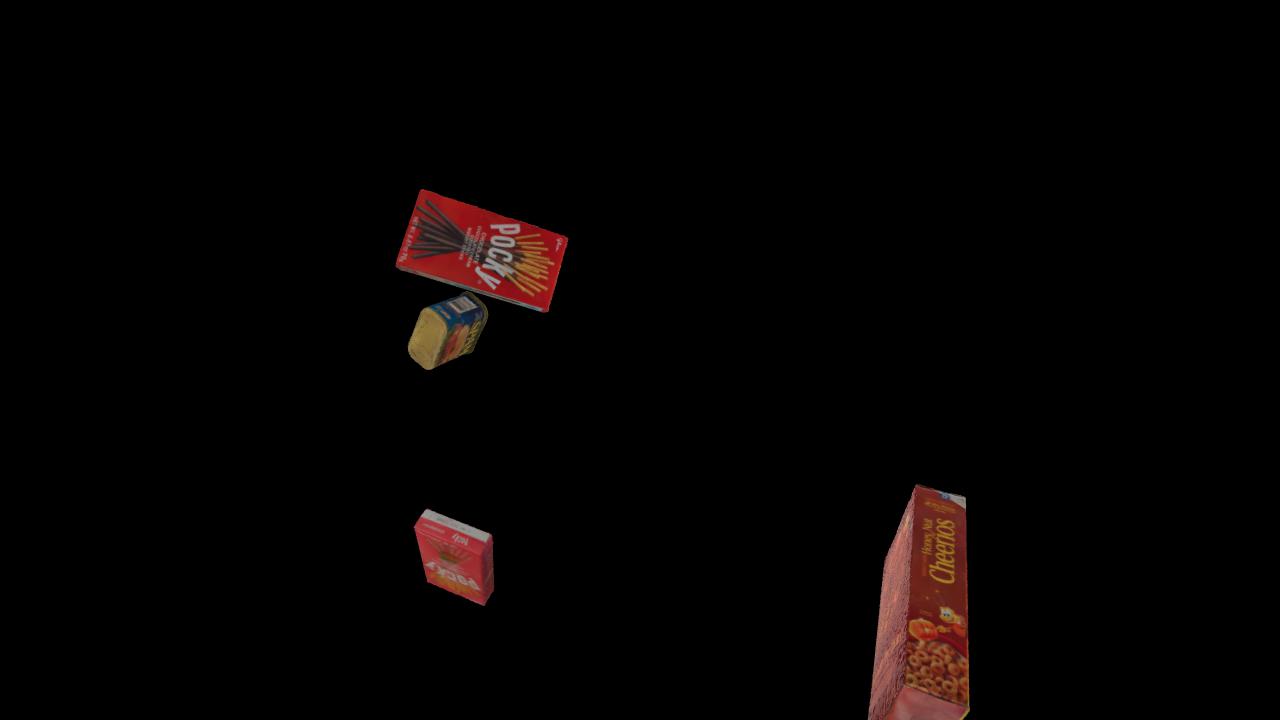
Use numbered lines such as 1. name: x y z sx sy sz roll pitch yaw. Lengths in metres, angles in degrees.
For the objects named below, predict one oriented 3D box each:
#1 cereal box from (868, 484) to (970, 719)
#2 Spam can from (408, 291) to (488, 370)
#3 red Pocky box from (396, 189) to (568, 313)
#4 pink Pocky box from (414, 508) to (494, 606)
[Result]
1. cereal box: 0.377 0.349 0.832 0.081 0.203 0.306 14 41 17
2. Spam can: -0.282 -0.043 0.900 0.058 0.101 0.085 40 32 10
3. red Pocky box: -0.157 -0.109 0.623 0.155 0.083 0.028 16 -11 -14
4. pink Pocky box: -0.218 0.239 0.734 0.084 0.029 0.155 20 -42 6
